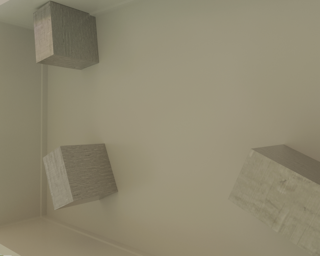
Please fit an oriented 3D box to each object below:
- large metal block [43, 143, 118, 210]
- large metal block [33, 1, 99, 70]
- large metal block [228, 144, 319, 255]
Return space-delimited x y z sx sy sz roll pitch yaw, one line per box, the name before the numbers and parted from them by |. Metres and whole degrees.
large metal block | -0.120 0.071 0.470 0.050 0.081 0.080 -30 72 36
large metal block | -0.149 -0.143 0.494 0.050 0.081 0.080 -9 85 41
large metal block | 0.121 0.056 0.271 0.080 0.081 0.050 31 110 35
